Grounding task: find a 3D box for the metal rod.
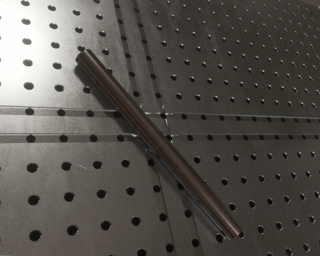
[{"bbox_3d":[-0.004,0.017,0.396,0.300,0.025,0.025,49,51,6],"label":"metal rod"}]
